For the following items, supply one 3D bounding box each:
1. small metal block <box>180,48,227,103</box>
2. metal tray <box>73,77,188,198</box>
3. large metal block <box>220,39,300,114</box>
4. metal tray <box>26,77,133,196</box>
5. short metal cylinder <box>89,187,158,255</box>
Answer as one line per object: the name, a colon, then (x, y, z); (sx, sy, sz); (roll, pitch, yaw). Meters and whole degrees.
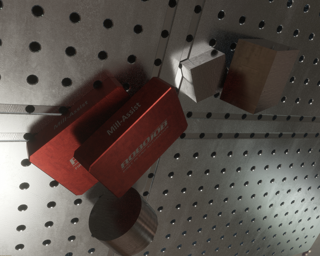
small metal block: (0.059, -0.068, 0.403); (0.050, 0.025, 0.050); (-26, 128, -13)
metal tray: (-0.027, 0.013, 0.369); (0.130, 0.030, 0.090); (-46, 147, -14)
large metal block: (0.131, -0.071, 0.408); (0.081, 0.050, 0.079); (-18, 129, -47)
metal tray: (-0.079, 0.013, 0.374); (0.130, 0.030, 0.090); (-39, 130, -2)
short metal cylinder: (-0.050, 0.128, 0.429); (0.080, 0.080, 0.050); (-36, 129, -5)
